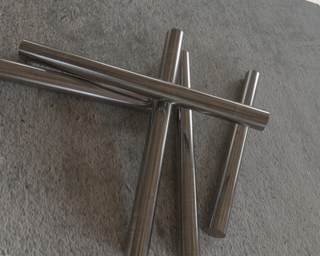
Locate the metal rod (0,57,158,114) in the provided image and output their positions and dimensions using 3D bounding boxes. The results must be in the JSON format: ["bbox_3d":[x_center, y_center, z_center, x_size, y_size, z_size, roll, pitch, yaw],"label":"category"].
[{"bbox_3d":[-0.127,-0.055,0.368,0.302,0.025,0.025,12,57,-22],"label":"metal rod"}]

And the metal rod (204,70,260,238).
[{"bbox_3d":[0.114,0.015,0.455,0.025,0.025,0.301,31,52,-8],"label":"metal rod"}]

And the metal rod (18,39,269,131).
[{"bbox_3d":[-0.020,-0.052,0.371,0.301,0.025,0.025,17,53,2],"label":"metal rod"}]

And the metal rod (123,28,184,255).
[{"bbox_3d":[-0.001,-0.002,0.378,0.025,0.025,0.299,19,62,-17],"label":"metal rod"}]

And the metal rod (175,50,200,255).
[{"bbox_3d":[0.033,0.013,0.413,0.025,0.025,0.299,14,56,-21],"label":"metal rod"}]
